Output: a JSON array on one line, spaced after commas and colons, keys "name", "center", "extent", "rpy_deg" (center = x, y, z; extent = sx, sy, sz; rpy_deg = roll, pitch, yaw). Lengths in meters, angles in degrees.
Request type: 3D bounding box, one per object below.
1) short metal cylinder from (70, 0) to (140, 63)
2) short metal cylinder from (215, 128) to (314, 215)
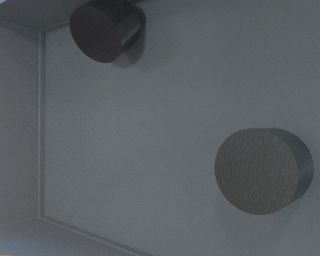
[{"name": "short metal cylinder", "center": [-0.075, -0.137, 0.424], "extent": [0.080, 0.050, 0.079], "rpy_deg": [18, 137, 18]}, {"name": "short metal cylinder", "center": [0.102, 0.040, 0.306], "extent": [0.080, 0.050, 0.079], "rpy_deg": [0, 90, 39]}]
